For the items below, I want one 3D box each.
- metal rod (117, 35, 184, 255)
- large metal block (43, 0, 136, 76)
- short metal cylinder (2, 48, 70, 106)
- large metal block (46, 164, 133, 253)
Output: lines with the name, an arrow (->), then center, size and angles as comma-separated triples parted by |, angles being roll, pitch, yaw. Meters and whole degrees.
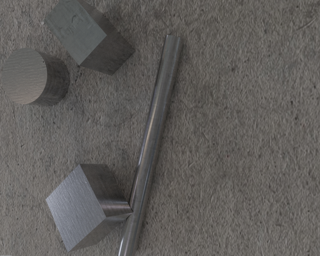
metal rod -> -0.014, 0.028, 0.413 | 0.025, 0.025, 0.298 | 14, 95, 19
large metal block -> -0.090, -0.121, 0.412 | 0.050, 0.080, 0.080 | -43, 77, 15
short metal cylinder -> -0.184, -0.073, 0.460 | 0.080, 0.050, 0.080 | 0, 90, 20
large metal block -> -0.096, 0.105, 0.416 | 0.080, 0.050, 0.080 | -45, 62, 20
